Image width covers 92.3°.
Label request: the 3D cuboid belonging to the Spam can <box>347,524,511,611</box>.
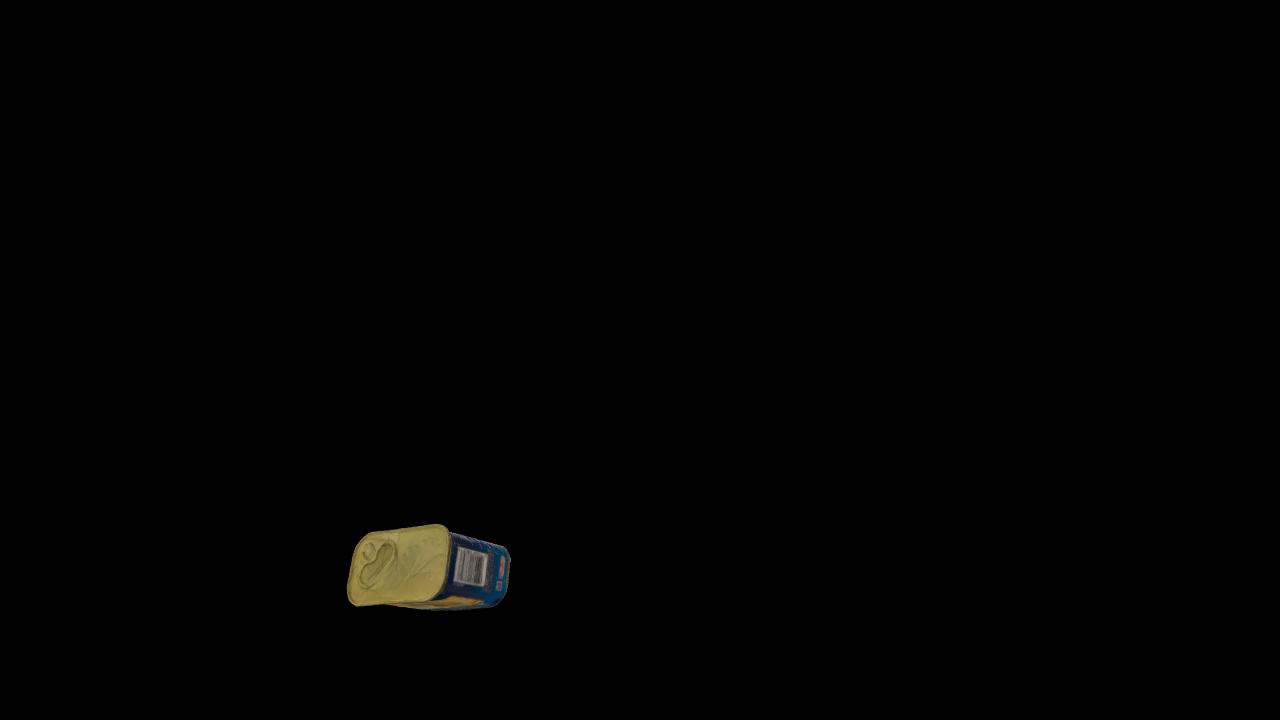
[{"bbox_3d":[-0.172,0.177,0.512,0.101,0.058,0.085,-12,-30,22],"label":"Spam can"}]
